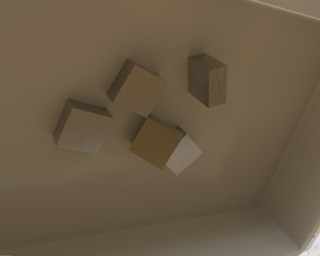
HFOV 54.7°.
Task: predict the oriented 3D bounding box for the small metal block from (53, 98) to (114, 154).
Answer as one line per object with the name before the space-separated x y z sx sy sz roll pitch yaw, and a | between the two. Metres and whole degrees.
small metal block | -0.089 -0.001 0.360 0.050 0.025 0.050 15 111 -35

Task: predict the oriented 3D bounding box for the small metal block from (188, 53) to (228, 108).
small metal block | 0.059 -0.060 0.389 0.025 0.050 0.050 -18 126 -18

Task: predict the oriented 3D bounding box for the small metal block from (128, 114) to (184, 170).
small metal block | -0.005 0.018 0.402 0.050 0.025 0.050 31 104 0

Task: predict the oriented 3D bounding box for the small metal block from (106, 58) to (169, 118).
small metal block | -0.027 -0.047 0.366 0.050 0.025 0.050 23 106 -37

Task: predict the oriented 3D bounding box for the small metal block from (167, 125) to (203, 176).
small metal block | 0.026 0.033 0.445 0.050 0.025 0.050 -41 130 0
